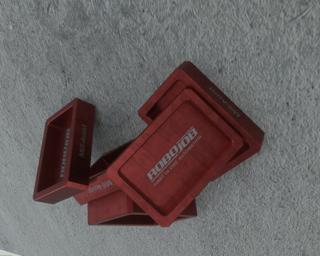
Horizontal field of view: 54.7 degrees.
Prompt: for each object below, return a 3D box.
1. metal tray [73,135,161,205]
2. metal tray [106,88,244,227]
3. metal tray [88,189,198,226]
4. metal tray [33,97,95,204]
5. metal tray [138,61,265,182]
[{"bbox_3d":[-0.057,0.053,0.428,0.130,0.090,0.030,-27,104,37],"label":"metal tray"},{"bbox_3d":[0.016,0.031,0.346,0.090,0.030,0.130,44,84,-3],"label":"metal tray"},{"bbox_3d":[-0.022,0.114,0.433,0.090,0.131,0.030,-27,59,37],"label":"metal tray"},{"bbox_3d":[-0.134,0.032,0.436,0.090,0.130,0.030,-27,142,36],"label":"metal tray"},{"bbox_3d":[0.048,-0.005,0.376,0.130,0.030,0.090,43,129,-3],"label":"metal tray"}]
